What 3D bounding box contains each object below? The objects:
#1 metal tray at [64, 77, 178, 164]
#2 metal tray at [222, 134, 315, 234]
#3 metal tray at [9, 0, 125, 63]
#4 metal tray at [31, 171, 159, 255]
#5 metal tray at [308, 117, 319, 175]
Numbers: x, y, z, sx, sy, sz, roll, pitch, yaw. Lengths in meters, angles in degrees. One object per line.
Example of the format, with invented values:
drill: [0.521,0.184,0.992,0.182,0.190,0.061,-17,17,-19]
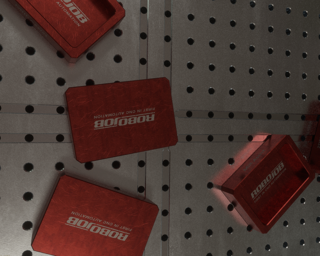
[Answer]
metal tray: [-0.048,-0.012,0.393,0.131,0.030,0.089,-10,94,-20]
metal tray: [0.168,0.083,0.474,0.130,0.030,0.090,-41,104,-16]
metal tray: [-0.117,-0.155,0.366,0.130,0.030,0.090,47,75,-15]
metal tray: [-0.077,0.117,0.382,0.131,0.030,0.090,23,82,-19]
metal tray: [0.309,0.024,0.526,0.091,0.030,0.129,19,84,-20]
